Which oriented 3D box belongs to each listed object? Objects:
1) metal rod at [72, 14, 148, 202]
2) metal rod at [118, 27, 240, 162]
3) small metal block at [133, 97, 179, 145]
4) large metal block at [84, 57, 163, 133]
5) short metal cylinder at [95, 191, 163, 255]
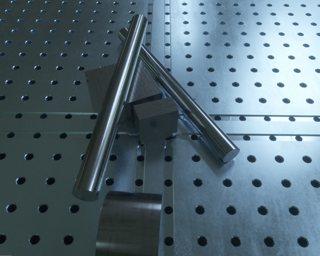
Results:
[{"bbox_3d":[-0.051,-0.051,0.384,0.025,0.025,0.300,6,50,4],"label":"metal rod"},{"bbox_3d":[0.013,-0.066,0.463,0.025,0.025,0.300,-24,54,-19],"label":"metal rod"},{"bbox_3d":[-0.005,-0.009,0.399,0.050,0.050,0.025,-14,52,-12],"label":"small metal block"},{"bbox_3d":[-0.050,-0.045,0.429,0.081,0.050,0.080,-19,53,-16],"label":"large metal block"},{"bbox_3d":[-0.025,0.100,0.287,0.050,0.080,0.080,3,50,2],"label":"short metal cylinder"}]
